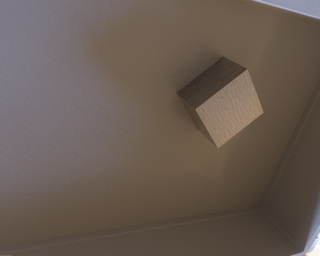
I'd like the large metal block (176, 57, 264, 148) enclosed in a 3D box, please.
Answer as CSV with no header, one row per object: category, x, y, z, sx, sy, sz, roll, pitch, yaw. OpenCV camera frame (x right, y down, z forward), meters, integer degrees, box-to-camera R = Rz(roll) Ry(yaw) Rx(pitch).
large metal block,0.081,-0.034,0.415,0.080,0.050,0.080,-38,129,-3
